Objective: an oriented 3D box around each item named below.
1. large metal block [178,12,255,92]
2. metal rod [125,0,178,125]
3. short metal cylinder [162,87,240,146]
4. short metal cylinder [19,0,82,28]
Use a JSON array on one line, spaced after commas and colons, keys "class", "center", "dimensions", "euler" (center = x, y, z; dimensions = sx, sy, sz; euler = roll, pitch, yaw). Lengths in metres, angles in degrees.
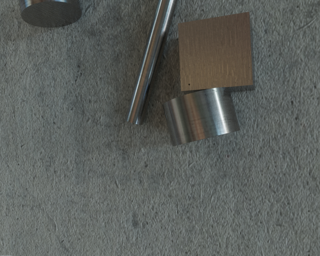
[{"class": "large metal block", "center": [0.069, -0.084, 0.371], "dimensions": [0.080, 0.050, 0.080], "euler": [-3, 89, 20]}, {"class": "metal rod", "center": [0.005, -0.150, 0.406], "dimensions": [0.025, 0.025, 0.298], "euler": [18, 96, 19]}, {"class": "short metal cylinder", "center": [0.048, -0.012, 0.363], "dimensions": [0.080, 0.080, 0.050], "euler": [-15, 85, 19]}, {"class": "short metal cylinder", "center": [-0.155, -0.182, 0.434], "dimensions": [0.080, 0.080, 0.050], "euler": [-12, 86, 19]}]
